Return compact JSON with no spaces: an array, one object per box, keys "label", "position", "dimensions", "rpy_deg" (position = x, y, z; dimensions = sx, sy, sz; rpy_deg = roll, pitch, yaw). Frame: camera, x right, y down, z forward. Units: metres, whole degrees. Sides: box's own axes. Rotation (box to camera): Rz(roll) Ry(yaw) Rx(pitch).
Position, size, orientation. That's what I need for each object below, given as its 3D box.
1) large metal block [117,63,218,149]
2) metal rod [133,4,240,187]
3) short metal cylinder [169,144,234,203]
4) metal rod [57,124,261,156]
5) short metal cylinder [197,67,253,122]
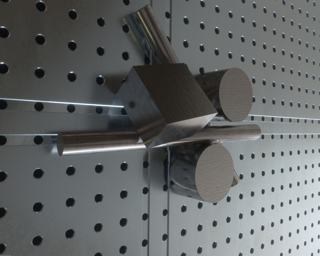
[{"label":"large metal block","position":[0.008,-0.030,0.372],"dimensions":[0.081,0.050,0.080],"rpy_deg":[-13,64,-39]},{"label":"metal rod","position":[0.047,-0.030,0.445],"dimensions":[0.025,0.025,0.299],"rpy_deg":[-46,118,-30]},{"label":"short metal cylinder","position":[0.059,0.061,0.438],"dimensions":[0.081,0.050,0.079],"rpy_deg":[0,90,-40]},{"label":"metal rod","position":[0.023,0.011,0.402],"dimensions":[0.303,0.025,0.025],"rpy_deg":[-2,92,-34]},{"label":"short metal cylinder","position":[0.096,-0.048,0.469],"dimensions":[0.081,0.050,0.079],"rpy_deg":[0,90,-40]}]
